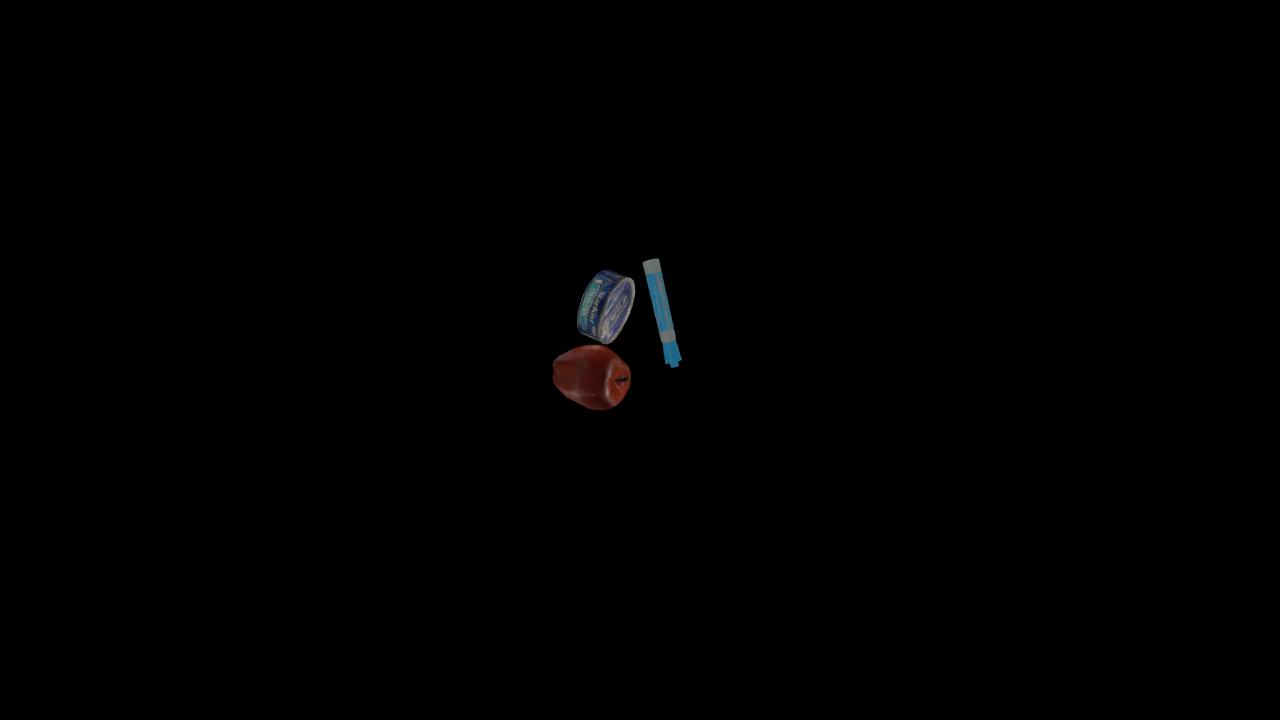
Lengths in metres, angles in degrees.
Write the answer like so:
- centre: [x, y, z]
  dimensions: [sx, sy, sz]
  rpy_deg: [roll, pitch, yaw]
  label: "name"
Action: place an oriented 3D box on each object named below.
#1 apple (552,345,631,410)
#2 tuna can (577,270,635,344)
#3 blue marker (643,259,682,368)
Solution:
- centre: [-0.055, 0.019, 0.722]
  dimensions: [0.093, 0.079, 0.079]
  rpy_deg: [9, 4, 26]
  label: "apple"
- centre: [-0.040, -0.063, 0.727]
  dimensions: [0.034, 0.084, 0.084]
  rpy_deg: [24, 7, 16]
  label: "tuna can"
- centre: [0.025, -0.051, 0.679]
  dimensions: [0.020, 0.121, 0.020]
  rpy_deg: [-13, 2, 0]
  label: "blue marker"
